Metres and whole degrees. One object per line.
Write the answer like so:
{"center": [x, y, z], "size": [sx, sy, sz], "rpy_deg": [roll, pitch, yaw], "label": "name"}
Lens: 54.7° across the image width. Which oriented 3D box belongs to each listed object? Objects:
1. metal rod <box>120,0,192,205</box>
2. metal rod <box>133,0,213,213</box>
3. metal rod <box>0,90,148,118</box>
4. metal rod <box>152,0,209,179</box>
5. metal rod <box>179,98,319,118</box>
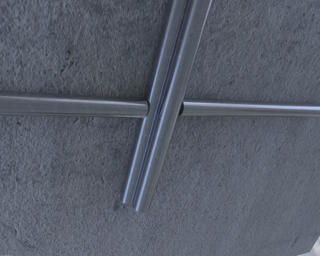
{"center": [-0.009, -0.028, 0.389], "size": [0.025, 0.025, 0.298], "rpy_deg": [1, 118, -29], "label": "metal rod"}
{"center": [0.010, -0.019, 0.377], "size": [0.025, 0.025, 0.298], "rpy_deg": [1, 118, -29], "label": "metal rod"}
{"center": [-0.153, -0.025, 0.310], "size": [0.303, 0.025, 0.025], "rpy_deg": [0, 118, -29], "label": "metal rod"}
{"center": [0.011, -0.023, 0.403], "size": [0.025, 0.025, 0.298], "rpy_deg": [1, 118, -29], "label": "metal rod"}
{"center": [0.157, -0.029, 0.479], "size": [0.303, 0.025, 0.025], "rpy_deg": [-1, 119, -29], "label": "metal rod"}
